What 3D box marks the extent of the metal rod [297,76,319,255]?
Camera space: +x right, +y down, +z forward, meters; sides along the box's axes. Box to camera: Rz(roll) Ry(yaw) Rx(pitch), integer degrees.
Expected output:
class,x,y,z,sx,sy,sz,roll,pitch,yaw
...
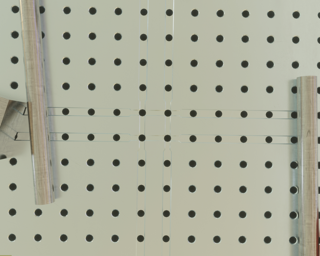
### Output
class,x,y,z,sx,sy,sz,roll,pitch,yaw
metal rod,0.199,0.081,0.416,0.025,0.025,0.298,-1,90,-1

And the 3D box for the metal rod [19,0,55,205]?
class,x,y,z,sx,sy,sz,roll,pitch,yaw
metal rod,-0.164,-0.050,0.411,0.025,0.025,0.298,-5,90,-1

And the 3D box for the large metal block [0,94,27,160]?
class,x,y,z,sx,sy,sz,roll,pitch,yaw
large metal block,-0.233,-0.009,0.398,0.080,0.050,0.080,18,90,-1
